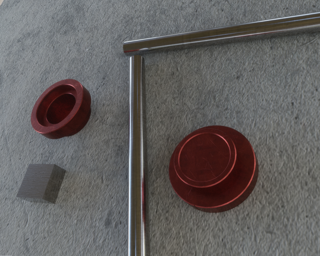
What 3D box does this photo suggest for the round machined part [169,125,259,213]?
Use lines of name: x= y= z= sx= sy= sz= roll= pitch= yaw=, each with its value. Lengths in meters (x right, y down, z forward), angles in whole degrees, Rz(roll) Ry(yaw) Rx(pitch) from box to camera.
round machined part: x=0.054 y=0.039 z=0.340 sx=0.098 sy=0.042 sz=0.098 roll=-13 pitch=56 yaw=21

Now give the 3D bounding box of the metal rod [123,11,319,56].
metal rod: x=0.079 y=-0.131 z=0.442 sx=0.300 sy=0.025 sz=0.025 roll=0 pitch=62 yaw=28

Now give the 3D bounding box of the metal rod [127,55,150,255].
metal rod: x=-0.029 y=0.020 z=0.406 sx=0.025 sy=0.025 sz=0.299 roll=-16 pitch=55 yaw=19

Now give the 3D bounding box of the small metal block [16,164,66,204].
small metal block: x=-0.170 y=0.079 z=0.444 sx=0.050 sy=0.025 sz=0.050 roll=-3 pitch=60 yaw=26

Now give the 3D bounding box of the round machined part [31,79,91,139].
round machined part: x=-0.149 y=-0.025 z=0.487 sx=0.098 sy=0.042 sz=0.098 roll=-13 pitch=56 yaw=21
